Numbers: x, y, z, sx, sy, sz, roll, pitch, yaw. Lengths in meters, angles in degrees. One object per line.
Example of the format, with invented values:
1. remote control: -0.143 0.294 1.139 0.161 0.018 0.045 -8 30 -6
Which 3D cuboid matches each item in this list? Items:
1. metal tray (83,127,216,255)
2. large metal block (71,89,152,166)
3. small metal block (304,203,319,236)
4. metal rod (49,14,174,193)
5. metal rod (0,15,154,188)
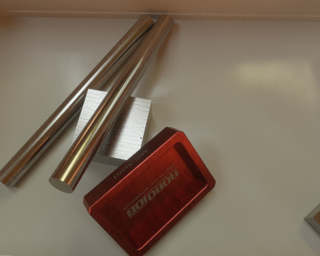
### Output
1. metal tray: -0.008 0.072 0.353 0.130 0.030 0.090 -40 115 -14
2. large metal block: -0.058 0.003 0.394 0.080 0.050 0.080 11 70 3
3. small metal block: 0.214 0.112 0.371 0.050 0.025 0.050 -37 75 -13
4. metal rod: -0.041 -0.054 0.379 0.025 0.025 0.301 20 52 7
5. metal rod: -0.105 -0.047 0.425 0.025 0.025 0.300 34 73 11
